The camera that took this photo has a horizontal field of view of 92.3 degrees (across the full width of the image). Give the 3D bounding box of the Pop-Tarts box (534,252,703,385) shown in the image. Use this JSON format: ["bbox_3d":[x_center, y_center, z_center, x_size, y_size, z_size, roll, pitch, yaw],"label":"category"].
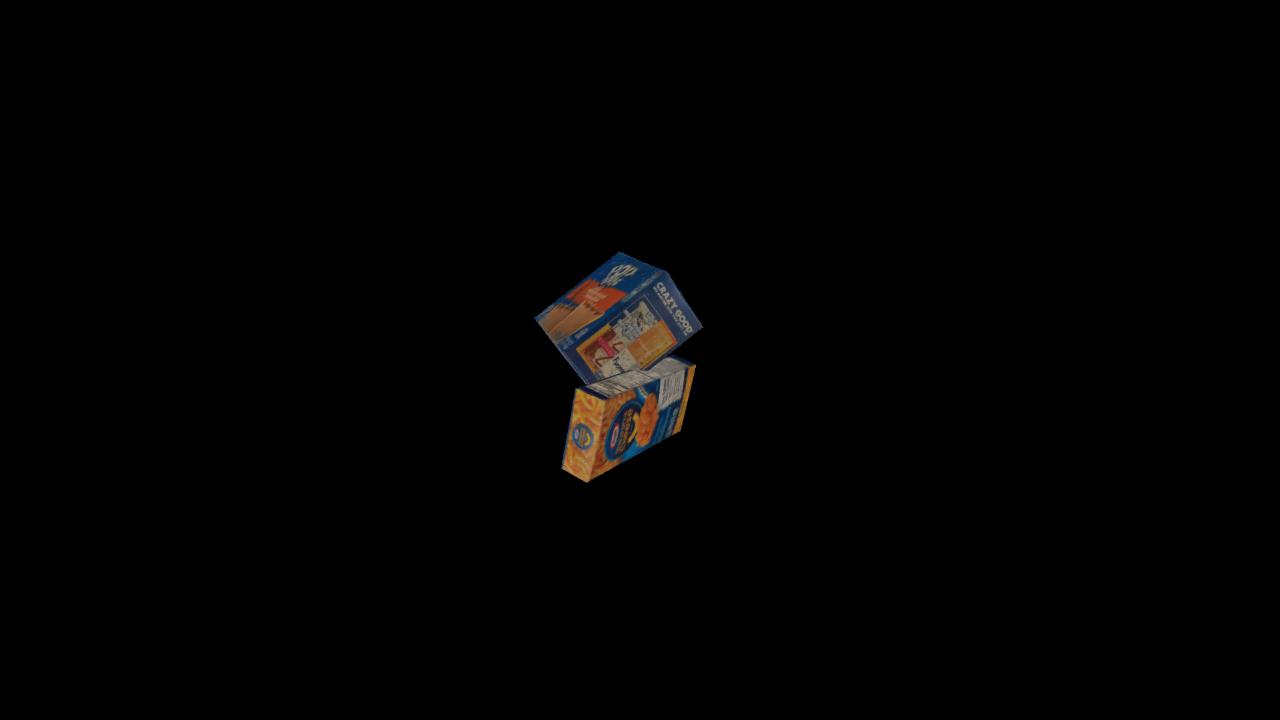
[{"bbox_3d":[-0.032,-0.045,0.721,0.141,0.083,0.167,-38,26,-5],"label":"Pop-Tarts box"}]

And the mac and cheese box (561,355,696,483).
[{"bbox_3d":[-0.006,0.057,0.664,0.041,0.093,0.184,24,23,27],"label":"mac and cheese box"}]
